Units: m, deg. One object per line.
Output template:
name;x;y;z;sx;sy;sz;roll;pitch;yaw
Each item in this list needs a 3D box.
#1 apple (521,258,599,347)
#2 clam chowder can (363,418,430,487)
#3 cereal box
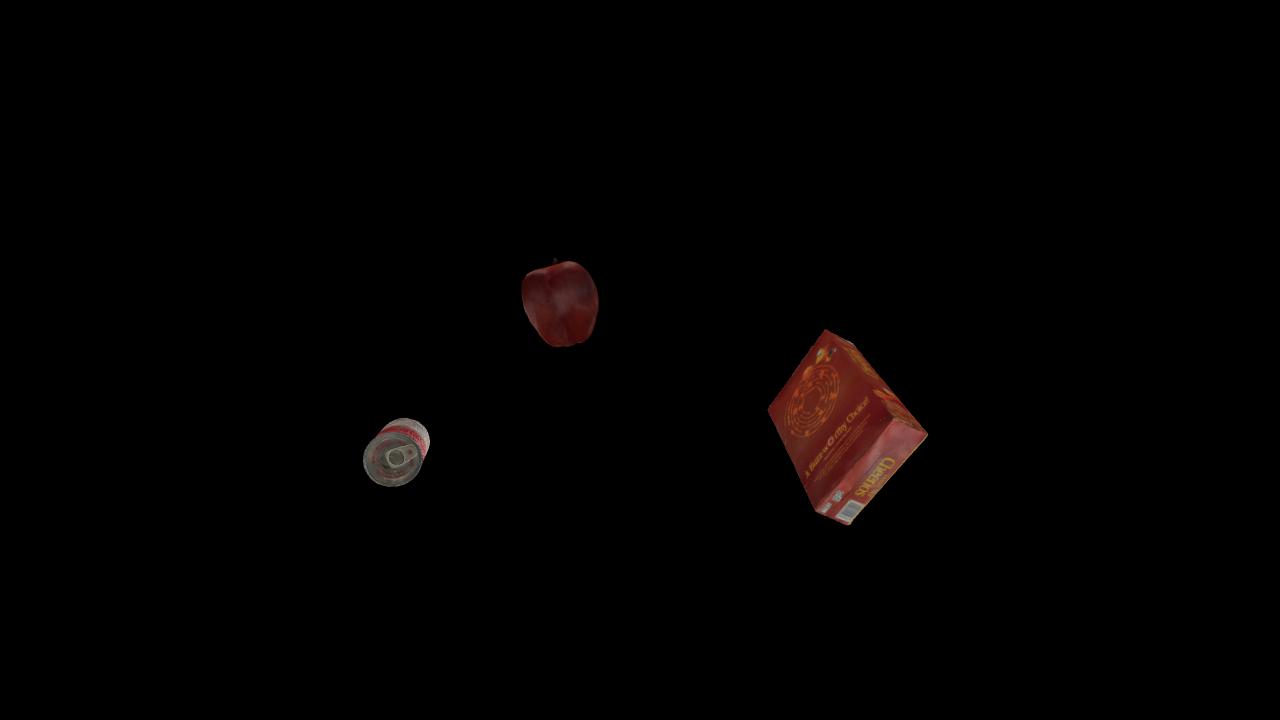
apple;-0.082;-0.061;0.652;0.079;0.093;0.079;-13;7;2
clam chowder can;-0.308;0.115;0.787;0.068;0.068;0.102;0;6;-13
cereal box;0.340;0.103;1.067;0.081;0.203;0.306;24;23;-16
